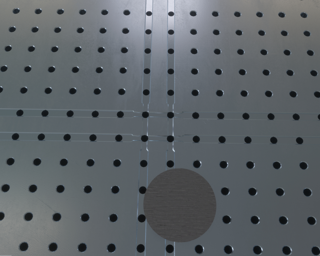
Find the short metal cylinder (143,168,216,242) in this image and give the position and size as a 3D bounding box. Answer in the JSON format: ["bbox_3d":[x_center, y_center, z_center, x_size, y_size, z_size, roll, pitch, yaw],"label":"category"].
[{"bbox_3d":[0.022,0.092,0.365,0.080,0.050,0.080,0,70,0],"label":"short metal cylinder"}]
